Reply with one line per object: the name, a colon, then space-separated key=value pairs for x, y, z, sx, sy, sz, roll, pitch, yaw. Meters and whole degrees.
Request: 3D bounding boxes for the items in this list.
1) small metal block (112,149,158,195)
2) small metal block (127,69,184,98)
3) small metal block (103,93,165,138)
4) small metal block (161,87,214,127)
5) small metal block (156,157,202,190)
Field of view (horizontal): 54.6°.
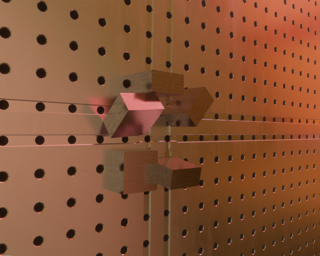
small metal block: x=-0.030 y=0.052 z=0.383 sx=0.050 sy=0.025 sz=0.050 roll=2 pitch=89 yaw=-40
small metal block: x=-0.006 y=-0.054 z=0.387 sx=0.050 sy=0.050 sz=0.025 roll=1 pitch=90 yaw=-40
small metal block: x=-0.031 y=-0.015 z=0.363 sx=0.050 sy=0.050 sz=0.025 roll=-5 pitch=55 yaw=-40
small metal block: x=0.037 y=-0.028 z=0.423 sx=0.025 sy=0.050 sz=0.050 roll=52 pitch=60 yaw=-28
small metal block: x=0.017 y=0.058 z=0.404 sx=0.050 sy=0.050 sz=0.025 roll=1 pitch=100 yaw=-40
